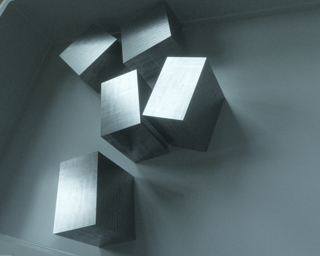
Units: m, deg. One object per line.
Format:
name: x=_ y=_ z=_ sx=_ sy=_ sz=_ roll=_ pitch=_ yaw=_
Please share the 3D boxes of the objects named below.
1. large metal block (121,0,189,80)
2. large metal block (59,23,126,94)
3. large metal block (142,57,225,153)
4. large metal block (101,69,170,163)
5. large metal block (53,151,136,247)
large metal block: x=-0.010 y=-0.130 z=0.466 sx=0.080 sy=0.050 sz=0.080 roll=-24 pitch=53 yaw=23
large metal block: x=-0.107 y=-0.117 z=0.515 sx=0.080 sy=0.050 sz=0.080 roll=-45 pitch=51 yaw=-4
large metal block: x=0.033 y=-0.027 z=0.369 sx=0.050 sy=0.080 sz=0.080 roll=9 pitch=66 yaw=32
large metal block: x=-0.031 y=-0.012 z=0.393 sx=0.050 sy=0.080 sz=0.080 roll=-18 pitch=55 yaw=17
large metal block: x=-0.070 y=0.084 z=0.354 sx=0.050 sy=0.080 sz=0.080 roll=-18 pitch=55 yaw=18
